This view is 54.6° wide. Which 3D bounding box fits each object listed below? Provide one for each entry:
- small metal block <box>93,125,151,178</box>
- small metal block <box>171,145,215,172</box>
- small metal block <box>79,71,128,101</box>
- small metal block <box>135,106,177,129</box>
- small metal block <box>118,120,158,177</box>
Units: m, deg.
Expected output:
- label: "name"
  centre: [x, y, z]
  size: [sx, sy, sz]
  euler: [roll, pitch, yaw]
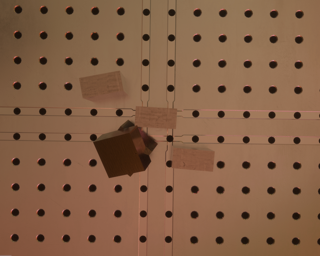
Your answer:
- label: "small metal block"
  centre: [-0.045, 0.029, 0.378]
  size: [0.050, 0.025, 0.050]
  euler: [-14, 106, 21]
- label: "small metal block"
  centre: [0.041, 0.038, 0.401]
  size: [0.050, 0.050, 0.025]
  euler: [5, 90, 0]
- label: "small metal block"
  centre: [-0.071, -0.053, 0.400]
  size: [0.050, 0.050, 0.025]
  euler: [-10, 90, 0]
- label: "small metal block"
  centre: [-0.005, -0.013, 0.401]
  size: [0.050, 0.050, 0.025]
  euler: [3, 90, 0]
- label: "small metal block"
  centre: [-0.040, 0.026, 0.404]
  size: [0.050, 0.025, 0.050]
  euler: [40, 115, 0]
